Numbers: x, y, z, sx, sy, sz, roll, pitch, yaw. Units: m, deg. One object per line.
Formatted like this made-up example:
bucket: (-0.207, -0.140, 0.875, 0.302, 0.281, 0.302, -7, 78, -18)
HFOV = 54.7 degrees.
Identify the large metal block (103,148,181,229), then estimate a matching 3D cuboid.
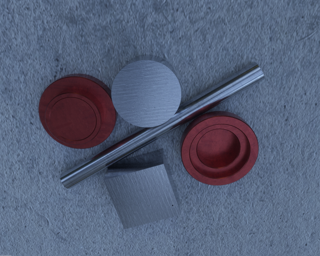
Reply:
large metal block: (-0.022, 0.083, 0.429, 0.080, 0.050, 0.080, -16, 110, 6)

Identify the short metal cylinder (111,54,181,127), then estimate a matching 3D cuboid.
short metal cylinder: (-0.016, -0.047, 0.380, 0.081, 0.050, 0.079, 0, 110, 0)

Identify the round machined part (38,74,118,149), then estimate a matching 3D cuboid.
round machined part: (-0.105, -0.017, 0.394, 0.099, 0.042, 0.097, 0, 110, 0)

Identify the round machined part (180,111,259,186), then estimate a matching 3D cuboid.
round machined part: (0.076, 0.024, 0.411, 0.099, 0.042, 0.097, 0, 110, 0)

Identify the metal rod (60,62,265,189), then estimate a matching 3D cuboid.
metal rod: (-0.004, 0.002, 0.412, 0.300, 0.025, 0.025, -30, 108, 10)
